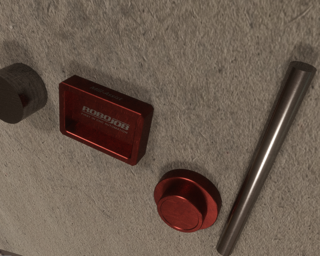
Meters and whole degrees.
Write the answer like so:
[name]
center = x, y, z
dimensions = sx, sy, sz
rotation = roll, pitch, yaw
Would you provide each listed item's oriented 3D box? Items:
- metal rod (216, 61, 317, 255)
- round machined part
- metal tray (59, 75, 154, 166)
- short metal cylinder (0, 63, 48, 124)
[metal rod]
center = 0.117, 0.062, 0.382
dimensions = 0.025, 0.025, 0.298
rotation = 21, 126, 15
[round machined part]
center = 0.035, 0.110, 0.445
dimensions = 0.098, 0.042, 0.097
rotation = 13, 124, 20
[metal tray]
center = -0.079, -0.011, 0.436
dimensions = 0.130, 0.030, 0.089
rotation = 22, 127, 14
[short metal cylinder]
center = -0.221, -0.053, 0.472
dimensions = 0.080, 0.050, 0.079
rotation = 13, 124, 20
